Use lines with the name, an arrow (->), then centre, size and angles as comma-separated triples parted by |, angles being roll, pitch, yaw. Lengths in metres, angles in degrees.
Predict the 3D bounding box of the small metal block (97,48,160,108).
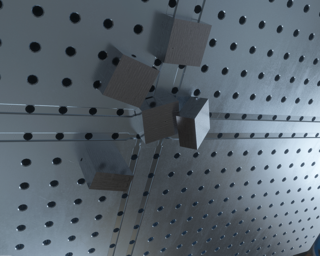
small metal block -> -0.037, -0.057, 0.357 | 0.050, 0.025, 0.050 | 18, 109, -36

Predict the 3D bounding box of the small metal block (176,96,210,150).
small metal block -> 0.046, -0.007, 0.417 | 0.050, 0.025, 0.050 | -52, 143, -44

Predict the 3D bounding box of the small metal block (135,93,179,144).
small metal block -> -0.003, -0.013, 0.403 | 0.050, 0.025, 0.050 | -17, 126, -19

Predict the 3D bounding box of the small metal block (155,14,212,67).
small metal block -> 0.027, -0.102, 0.364 | 0.050, 0.025, 0.050 | 0, 119, -29

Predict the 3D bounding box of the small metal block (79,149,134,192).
small metal block -> -0.068, 0.053, 0.392 | 0.050, 0.050, 0.025 | 12, 112, -34
